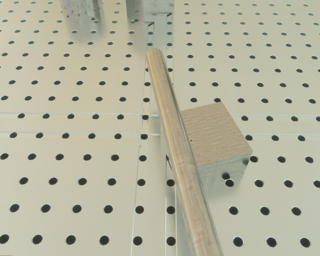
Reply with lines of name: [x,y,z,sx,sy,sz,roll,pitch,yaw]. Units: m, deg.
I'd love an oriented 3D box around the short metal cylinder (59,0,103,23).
short metal cylinder: [-0.153,-0.248,0.598,0.080,0.050,0.080,0,50,0]

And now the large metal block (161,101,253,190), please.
large metal block: [0.051,0.021,0.374,0.081,0.050,0.080,-14,51,-11]

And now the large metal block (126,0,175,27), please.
large metal block: [-0.018,-0.251,0.583,0.080,0.080,0.050,-37,59,-27]

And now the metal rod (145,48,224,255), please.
metal rod: [0.018,0.014,0.330,0.025,0.025,0.300,-8,51,-7]
